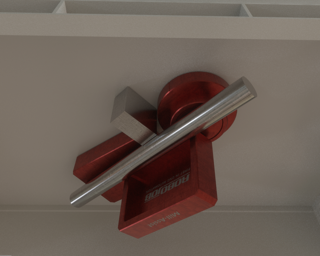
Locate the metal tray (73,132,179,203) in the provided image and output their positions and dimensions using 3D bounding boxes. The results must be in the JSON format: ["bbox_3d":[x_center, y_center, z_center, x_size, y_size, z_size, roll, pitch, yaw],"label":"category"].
[{"bbox_3d":[-0.047,0.053,0.449,0.130,0.030,0.090,-28,125,21],"label":"metal tray"}]

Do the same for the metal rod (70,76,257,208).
[{"bbox_3d":[-0.017,0.033,0.383,0.299,0.025,0.025,-35,123,30],"label":"metal rod"}]

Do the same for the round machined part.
[{"bbox_3d":[0.046,-0.017,0.382,0.099,0.042,0.097,-1,130,0],"label":"round machined part"}]

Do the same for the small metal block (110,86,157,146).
[{"bbox_3d":[-0.030,-0.015,0.378,0.025,0.050,0.050,-37,121,27],"label":"small metal block"}]

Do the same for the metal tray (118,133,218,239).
[{"bbox_3d":[0.006,0.069,0.374,0.030,0.090,0.130,34,128,-29],"label":"metal tray"}]
